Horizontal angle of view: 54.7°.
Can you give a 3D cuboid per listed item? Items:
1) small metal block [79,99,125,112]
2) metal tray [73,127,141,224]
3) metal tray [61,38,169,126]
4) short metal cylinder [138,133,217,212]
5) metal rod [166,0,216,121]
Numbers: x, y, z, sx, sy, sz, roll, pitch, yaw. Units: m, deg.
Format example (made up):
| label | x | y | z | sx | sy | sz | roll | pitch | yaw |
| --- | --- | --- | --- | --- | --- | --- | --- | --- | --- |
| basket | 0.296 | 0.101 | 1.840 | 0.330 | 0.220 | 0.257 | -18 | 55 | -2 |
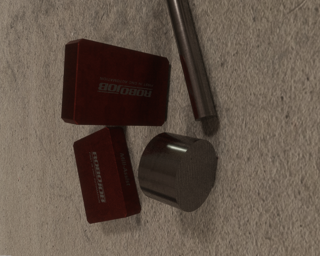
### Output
| label | x | y | z | sx | sy | sz | roll | pitch | yaw |
| --- | --- | --- | --- | --- | --- | --- | --- | --- | --- |
| small metal block | -0.084 | -0.035 | 0.455 | 0.050 | 0.050 | 0.025 | -3 | 89 | 39 |
| metal tray | -0.083 | 0.072 | 0.467 | 0.090 | 0.030 | 0.129 | -22 | 76 | 37 |
| metal tray | -0.048 | -0.049 | 0.373 | 0.030 | 0.131 | 0.089 | 8 | 96 | 47 |
| short metal cylinder | 0.022 | 0.048 | 0.350 | 0.050 | 0.081 | 0.079 | 11 | 97 | 39 |
| metal rod | 0.021 | -0.155 | 0.385 | 0.025 | 0.025 | 0.299 | -20 | 77 | 38 |
